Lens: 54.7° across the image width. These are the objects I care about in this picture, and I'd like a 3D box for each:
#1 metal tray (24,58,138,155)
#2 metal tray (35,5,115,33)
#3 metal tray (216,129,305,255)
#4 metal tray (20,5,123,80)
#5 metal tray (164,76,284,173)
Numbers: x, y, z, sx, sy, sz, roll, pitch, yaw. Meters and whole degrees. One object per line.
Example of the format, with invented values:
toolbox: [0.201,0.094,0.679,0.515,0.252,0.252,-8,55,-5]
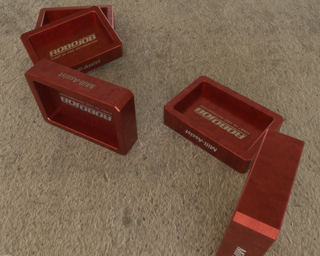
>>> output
metal tray: [-0.093,-0.024,0.380,0.130,0.090,0.030,21,53,17]
metal tray: [-0.147,-0.180,0.549,0.131,0.030,0.090,-5,50,-4]
metal tray: [0.082,0.074,0.273,0.030,0.129,0.090,22,54,17]
metal tray: [-0.135,-0.128,0.480,0.131,0.030,0.090,-27,71,-13]
metal tray: [0.081,-0.010,0.408,0.130,0.030,0.090,34,57,25]
